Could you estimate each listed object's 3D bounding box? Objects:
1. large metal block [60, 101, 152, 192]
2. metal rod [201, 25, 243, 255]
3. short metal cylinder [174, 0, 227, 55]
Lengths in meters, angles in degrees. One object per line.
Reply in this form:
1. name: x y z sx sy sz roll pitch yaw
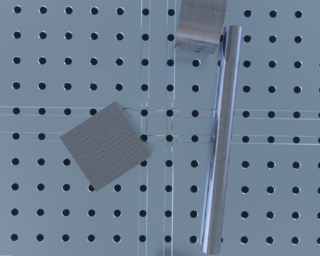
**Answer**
1. large metal block: -0.066 0.022 0.400 0.080 0.050 0.080 -33 90 0
2. metal rod: 0.083 0.016 0.413 0.025 0.025 0.298 6 90 0
3. short metal cylinder: 0.049 -0.136 0.386 0.050 0.080 0.080 9 90 0
